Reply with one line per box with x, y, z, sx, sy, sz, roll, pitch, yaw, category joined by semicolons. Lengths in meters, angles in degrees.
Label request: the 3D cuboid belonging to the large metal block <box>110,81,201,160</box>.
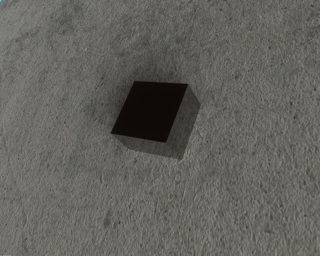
-0.003;-0.011;0.397;0.080;0.050;0.080;8;66;31;large metal block
